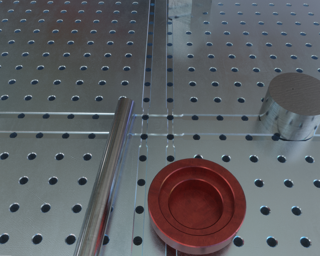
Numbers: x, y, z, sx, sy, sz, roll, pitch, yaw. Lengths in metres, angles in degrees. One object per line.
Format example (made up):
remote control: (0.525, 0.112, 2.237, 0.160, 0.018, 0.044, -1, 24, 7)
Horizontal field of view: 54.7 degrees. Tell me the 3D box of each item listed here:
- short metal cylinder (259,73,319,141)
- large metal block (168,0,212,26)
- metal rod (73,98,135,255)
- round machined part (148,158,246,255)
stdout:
short metal cylinder: (0.181, -0.030, 0.417, 0.080, 0.050, 0.080, 0, 50, 0)
large metal block: (0.060, -0.256, 0.587, 0.050, 0.080, 0.080, 29, 56, 22)
metal rod: (-0.064, 0.080, 0.339, 0.025, 0.025, 0.300, 5, 50, 4)
round machined part: (0.037, 0.084, 0.326, 0.099, 0.042, 0.098, 0, 50, 0)
